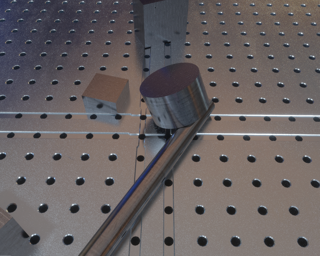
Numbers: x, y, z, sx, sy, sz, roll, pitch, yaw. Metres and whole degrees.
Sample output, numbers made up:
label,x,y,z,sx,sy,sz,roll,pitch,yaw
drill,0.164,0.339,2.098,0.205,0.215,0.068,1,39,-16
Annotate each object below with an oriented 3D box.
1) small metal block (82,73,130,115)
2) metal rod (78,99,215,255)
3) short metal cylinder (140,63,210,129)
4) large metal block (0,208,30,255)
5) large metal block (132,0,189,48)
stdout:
label,x,y,z,sx,sy,sz,roll,pitch,yaw
small metal block,-0.077,-0.050,0.449,0.050,0.025,0.050,13,51,10
metal rod,-0.014,0.064,0.353,0.025,0.025,0.301,26,54,20
short metal cylinder,0.020,-0.044,0.410,0.080,0.050,0.080,-16,35,12
large metal block,-0.193,0.107,0.299,0.080,0.050,0.080,28,55,21
large metal block,0.000,-0.196,0.536,0.081,0.080,0.050,-19,53,-16
